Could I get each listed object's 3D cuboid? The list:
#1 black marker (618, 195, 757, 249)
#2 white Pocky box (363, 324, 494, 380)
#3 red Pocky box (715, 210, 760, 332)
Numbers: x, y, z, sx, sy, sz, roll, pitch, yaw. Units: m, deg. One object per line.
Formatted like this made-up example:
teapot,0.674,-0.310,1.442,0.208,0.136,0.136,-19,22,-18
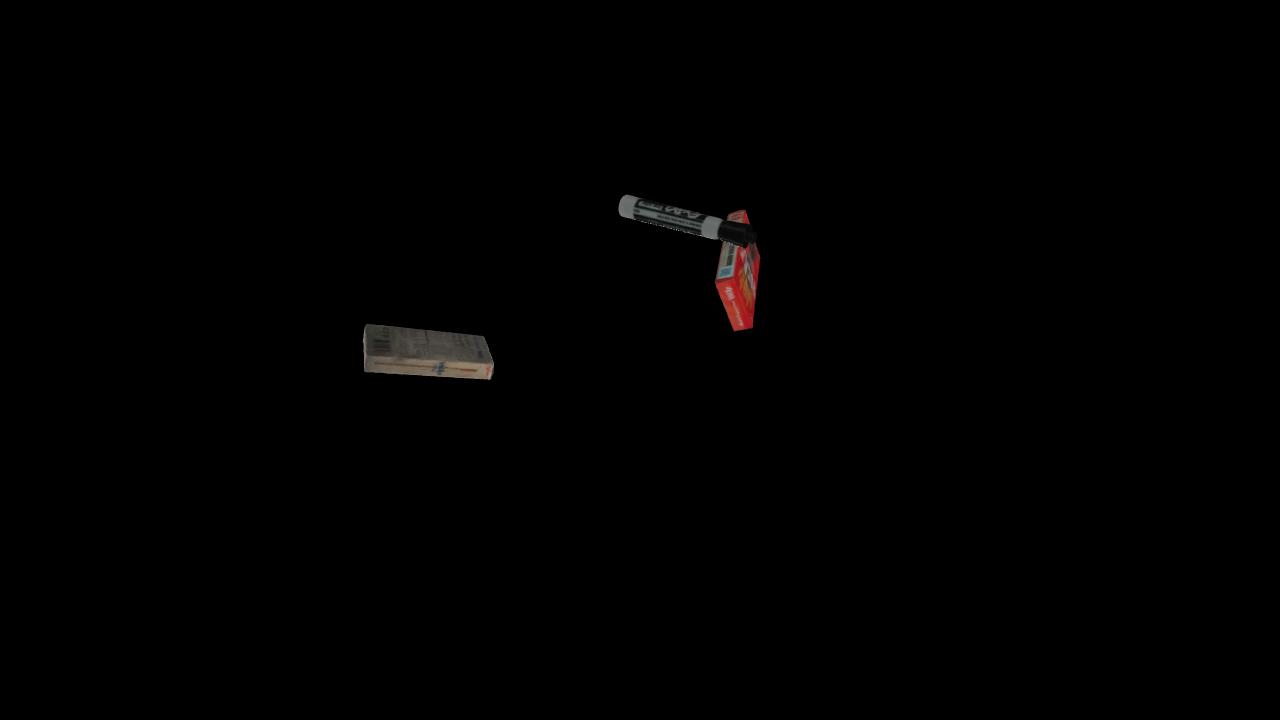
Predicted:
black marker,0.037,-0.113,0.498,0.121,0.020,0.020,20,9,26
white Pocky box,-0.273,-0.010,0.794,0.154,0.028,0.084,5,26,-27
red Pocky box,0.130,-0.117,0.797,0.028,0.155,0.083,-8,-48,23
